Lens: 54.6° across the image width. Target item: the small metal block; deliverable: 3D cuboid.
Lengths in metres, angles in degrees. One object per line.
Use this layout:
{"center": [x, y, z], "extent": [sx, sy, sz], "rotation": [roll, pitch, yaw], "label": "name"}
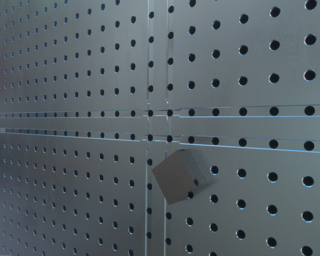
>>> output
{"center": [0.024, 0.061, 0.391], "extent": [0.050, 0.025, 0.050], "rotation": [-42, 65, 32], "label": "small metal block"}
